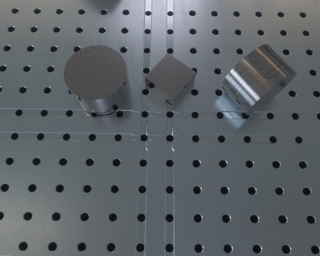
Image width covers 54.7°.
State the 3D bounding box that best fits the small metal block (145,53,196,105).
[{"bbox_3d":[0.015,-0.069,0.437,0.050,0.025,0.050,37,74,12],"label":"small metal block"}]

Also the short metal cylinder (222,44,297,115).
[{"bbox_3d":[0.129,-0.062,0.406,0.080,0.080,0.050,-35,74,-12],"label":"short metal cylinder"}]

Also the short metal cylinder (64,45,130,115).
[{"bbox_3d":[-0.083,-0.064,0.421,0.081,0.050,0.080,0,70,0],"label":"short metal cylinder"}]
